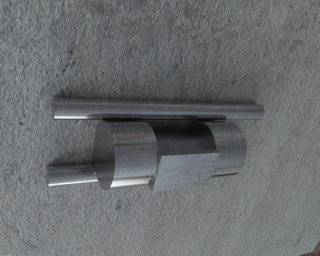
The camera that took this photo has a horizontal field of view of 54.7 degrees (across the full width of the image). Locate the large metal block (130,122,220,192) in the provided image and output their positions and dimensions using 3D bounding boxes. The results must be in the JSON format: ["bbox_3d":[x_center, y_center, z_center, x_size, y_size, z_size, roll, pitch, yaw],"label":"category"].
[{"bbox_3d":[0.015,0.033,0.398,0.081,0.080,0.050,0,119,-29],"label":"large metal block"}]

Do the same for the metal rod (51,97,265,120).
[{"bbox_3d":[0.018,-0.023,0.404,0.303,0.025,0.025,-1,119,-28],"label":"metal rod"}]

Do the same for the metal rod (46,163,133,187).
[{"bbox_3d":[-0.002,0.056,0.442,0.303,0.025,0.025,-1,119,-28],"label":"metal rod"}]

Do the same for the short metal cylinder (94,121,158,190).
[{"bbox_3d":[-0.043,0.031,0.368,0.050,0.080,0.079,-1,119,-28],"label":"short metal cylinder"}]

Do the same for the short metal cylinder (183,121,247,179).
[{"bbox_3d":[0.073,0.030,0.430,0.050,0.080,0.079,-1,119,-28],"label":"short metal cylinder"}]
